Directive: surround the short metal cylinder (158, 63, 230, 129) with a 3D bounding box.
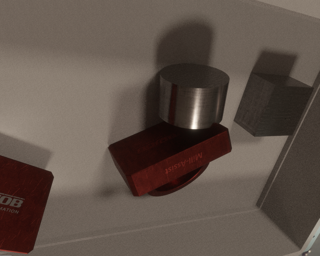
[{"bbox_3d":[0.039,-0.040,0.371,0.081,0.080,0.050,-11,123,-23],"label":"short metal cylinder"}]

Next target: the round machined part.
[{"bbox_3d":[0.017,0.048,0.426,0.099,0.042,0.097,-23,147,-16],"label":"round machined part"}]

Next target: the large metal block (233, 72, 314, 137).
[{"bbox_3d":[0.169,-0.035,0.466,0.081,0.050,0.079,-1,119,-29],"label":"large metal block"}]

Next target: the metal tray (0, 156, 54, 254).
[{"bbox_3d":[-0.184,0.071,0.314,0.131,0.030,0.090,29,58,-38],"label":"metal tray"}]

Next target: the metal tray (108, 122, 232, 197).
[{"bbox_3d":[0.010,0.025,0.386,0.131,0.090,0.030,-24,117,-14],"label":"metal tray"}]
